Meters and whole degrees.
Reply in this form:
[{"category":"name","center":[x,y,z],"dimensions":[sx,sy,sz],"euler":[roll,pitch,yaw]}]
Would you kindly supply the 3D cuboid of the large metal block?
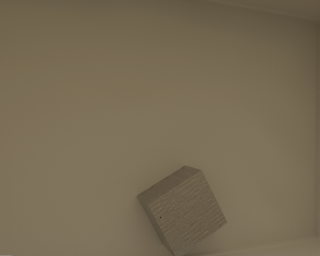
[{"category":"large metal block","center":[0.028,0.107,0.408],"dimensions":[0.080,0.050,0.080],"euler":[-29,100,-18]}]
